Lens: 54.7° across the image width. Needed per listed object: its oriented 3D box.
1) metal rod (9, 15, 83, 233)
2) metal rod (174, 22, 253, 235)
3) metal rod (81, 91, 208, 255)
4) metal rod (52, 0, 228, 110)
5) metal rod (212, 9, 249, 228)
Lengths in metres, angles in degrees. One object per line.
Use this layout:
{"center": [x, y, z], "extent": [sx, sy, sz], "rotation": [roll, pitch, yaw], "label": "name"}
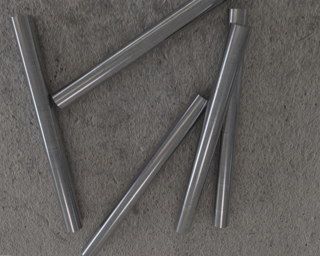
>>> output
{"center": [-0.145, 0.009, 0.411], "extent": [0.025, 0.025, 0.298], "rotation": [-6, 110, 2], "label": "metal rod"}
{"center": [0.061, 0.019, 0.402], "extent": [0.025, 0.025, 0.298], "rotation": [10, 116, -4], "label": "metal rod"}
{"center": [-0.027, 0.077, 0.437], "extent": [0.025, 0.025, 0.299], "rotation": [32, 107, -11], "label": "metal rod"}
{"center": [-0.003, -0.111, 0.368], "extent": [0.300, 0.025, 0.025], "rotation": [-32, 107, 11], "label": "metal rod"}
{"center": [0.090, 0.002, 0.410], "extent": [0.025, 0.025, 0.298], "rotation": [0, 110, 0], "label": "metal rod"}
